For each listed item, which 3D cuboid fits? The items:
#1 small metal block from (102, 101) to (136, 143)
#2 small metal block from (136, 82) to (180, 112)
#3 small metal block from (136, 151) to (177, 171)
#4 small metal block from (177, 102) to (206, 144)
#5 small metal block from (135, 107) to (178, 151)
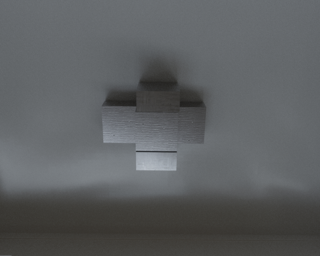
[{"bbox_3d":[-0.048,-0.008,0.405,0.050,0.025,0.050,1,110,-1],"label":"small metal block"},{"bbox_3d":[-0.002,-0.039,0.381,0.050,0.050,0.025,1,110,-1],"label":"small metal block"},{"bbox_3d":[-0.005,0.033,0.406,0.050,0.050,0.025,1,110,-1],"label":"small metal block"},{"bbox_3d":[0.032,-0.007,0.407,0.050,0.025,0.050,1,110,-1],"label":"small metal block"},{"bbox_3d":[-0.004,0.001,0.382,0.050,0.025,0.050,1,110,-1],"label":"small metal block"}]
